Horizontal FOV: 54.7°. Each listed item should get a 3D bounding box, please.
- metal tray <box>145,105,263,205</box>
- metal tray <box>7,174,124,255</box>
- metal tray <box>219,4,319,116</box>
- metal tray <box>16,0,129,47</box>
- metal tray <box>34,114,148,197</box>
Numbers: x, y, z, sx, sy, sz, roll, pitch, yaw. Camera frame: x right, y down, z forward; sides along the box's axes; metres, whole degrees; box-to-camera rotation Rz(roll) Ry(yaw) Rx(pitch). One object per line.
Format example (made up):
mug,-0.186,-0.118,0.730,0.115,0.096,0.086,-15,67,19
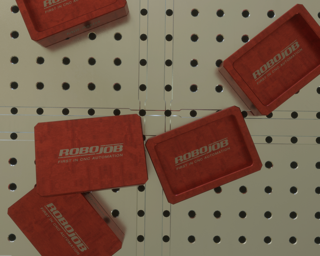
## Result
metal tray,0.056,0.035,0.411,0.131,0.030,0.090,-22,90,-1
metal tray,-0.122,0.128,0.409,0.090,0.030,0.130,-39,91,0
metal tray,0.157,-0.088,0.412,0.130,0.030,0.090,-38,91,-1
metal tray,-0.118,-0.174,0.409,0.131,0.030,0.090,-22,90,-1
metal tray,-0.085,0.034,0.391,0.131,0.030,0.090,-6,77,-8
